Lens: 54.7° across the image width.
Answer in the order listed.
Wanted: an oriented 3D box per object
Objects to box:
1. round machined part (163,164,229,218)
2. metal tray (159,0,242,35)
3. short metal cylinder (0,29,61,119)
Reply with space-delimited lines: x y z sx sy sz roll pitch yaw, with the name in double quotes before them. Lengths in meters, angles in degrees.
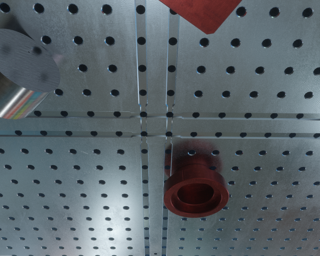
"round machined part" 0.054 0.094 0.481 0.099 0.042 0.097 0 130 0
"metal tray" 0.051 -0.160 0.272 0.090 0.030 0.129 28 125 -22
"short metal cylinder" -0.155 -0.056 0.326 0.050 0.080 0.080 -36 122 26
